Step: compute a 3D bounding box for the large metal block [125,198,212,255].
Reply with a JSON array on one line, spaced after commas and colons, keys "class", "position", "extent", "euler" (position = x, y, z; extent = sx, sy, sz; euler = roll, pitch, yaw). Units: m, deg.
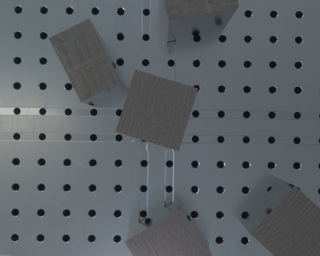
[{"class": "large metal block", "position": [0.012, 0.152, 0.401], "extent": [0.080, 0.050, 0.080], "euler": [-31, 90, 0]}]

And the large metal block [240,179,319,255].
[{"class": "large metal block", "position": [0.167, 0.126, 0.402], "extent": [0.080, 0.050, 0.080], "euler": [42, 90, 0]}]

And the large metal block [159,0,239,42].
[{"class": "large metal block", "position": [0.043, -0.151, 0.386], "extent": [0.080, 0.080, 0.050], "euler": [-13, 90, 0]}]

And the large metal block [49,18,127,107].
[{"class": "large metal block", "position": [-0.083, -0.076, 0.385], "extent": [0.050, 0.080, 0.080], "euler": [-27, 90, 0]}]

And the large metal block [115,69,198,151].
[{"class": "large metal block", "position": [-0.004, -0.022, 0.401], "extent": [0.080, 0.050, 0.080], "euler": [17, 90, 0]}]
